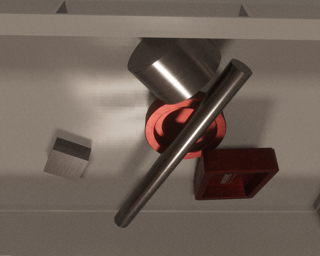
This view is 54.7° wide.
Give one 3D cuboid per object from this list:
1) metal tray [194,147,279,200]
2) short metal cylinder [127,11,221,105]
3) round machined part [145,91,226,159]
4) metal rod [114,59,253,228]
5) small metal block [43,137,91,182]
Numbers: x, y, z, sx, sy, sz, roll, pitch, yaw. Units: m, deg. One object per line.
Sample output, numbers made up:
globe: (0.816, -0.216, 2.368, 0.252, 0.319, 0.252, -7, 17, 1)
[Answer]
metal tray: (0.099, 0.069, 0.434, 0.091, 0.030, 0.129, -2, 152, -1)
short metal cylinder: (0.014, -0.070, 0.313, 0.080, 0.080, 0.050, -33, 123, 24)
round machined part: (0.031, -0.009, 0.391, 0.099, 0.042, 0.097, 0, 130, 0)
metal rod: (0.011, 0.041, 0.388, 0.025, 0.025, 0.298, 22, 127, -18)
small metal block: (-0.134, 0.046, 0.447, 0.050, 0.025, 0.050, 22, 127, -18)
